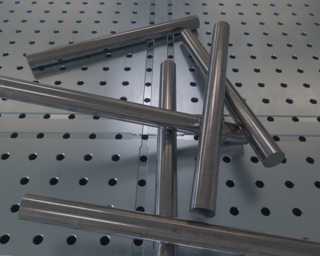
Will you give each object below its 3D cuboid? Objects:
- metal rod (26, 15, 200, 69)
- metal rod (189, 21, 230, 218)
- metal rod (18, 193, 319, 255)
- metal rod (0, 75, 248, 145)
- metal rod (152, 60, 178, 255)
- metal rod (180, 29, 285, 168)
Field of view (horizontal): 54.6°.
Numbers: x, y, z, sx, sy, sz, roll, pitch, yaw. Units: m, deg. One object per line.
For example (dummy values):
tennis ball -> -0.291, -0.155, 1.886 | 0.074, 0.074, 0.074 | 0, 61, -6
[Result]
metal rod -> -0.071, -0.151, 0.534 | 0.302, 0.025, 0.025 | -18, 52, -15
metal rod -> 0.067, -0.036, 0.385 | 0.025, 0.025, 0.300 | 8, 53, 7
metal rod -> 0.023, 0.099, 0.294 | 0.302, 0.025, 0.025 | 10, 50, -4
metal rod -> -0.033, -0.018, 0.373 | 0.302, 0.025, 0.025 | 11, 49, -11
metal rod -> 0.009, 0.017, 0.393 | 0.025, 0.025, 0.300 | 1, 50, 1
metal rod -> 0.085, -0.064, 0.438 | 0.025, 0.025, 0.300 | -11, 44, -9
